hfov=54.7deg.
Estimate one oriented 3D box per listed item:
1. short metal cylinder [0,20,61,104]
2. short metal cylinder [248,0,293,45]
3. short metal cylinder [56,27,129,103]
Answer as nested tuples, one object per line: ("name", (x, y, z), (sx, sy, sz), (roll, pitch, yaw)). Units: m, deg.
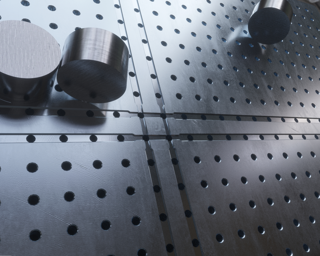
("short metal cylinder", (-0.159, -0.075, 0.353), (0.081, 0.050, 0.080), (14, 56, -21))
("short metal cylinder", (0.225, -0.218, 0.631), (0.080, 0.080, 0.050), (34, 51, -7))
("short metal cylinder", (-0.079, -0.073, 0.376), (0.081, 0.080, 0.050), (14, 56, -21))
